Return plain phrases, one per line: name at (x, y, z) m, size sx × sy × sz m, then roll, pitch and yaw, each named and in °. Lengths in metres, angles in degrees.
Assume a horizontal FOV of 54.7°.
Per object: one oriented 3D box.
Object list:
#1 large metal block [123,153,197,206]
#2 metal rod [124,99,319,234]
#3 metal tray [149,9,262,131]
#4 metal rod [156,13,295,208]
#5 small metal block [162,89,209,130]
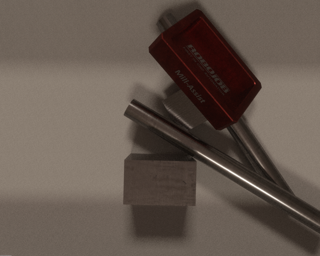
large metal block at (0.000, 0.061, 0.384) m, size 0.081 × 0.080 × 0.050 m, roll 1°, pitch 90°, yaw -1°
metal rod at (0.090, 0.051, 0.389) m, size 0.301 × 0.025 × 0.025 m, roll 31°, pitch 90°, yaw 1°
metal tray at (0.059, -0.073, 0.378) m, size 0.130 × 0.030 × 0.090 m, roll 49°, pitch 52°, yaw -6°
metal rod at (0.090, -0.021, 0.412) m, size 0.025 × 0.025 × 0.299 m, roll -34°, pitch 90°, yaw 0°
small metal block at (0.039, -0.027, 0.402) m, size 0.050 × 0.025 × 0.050 m, roll -29°, pitch 91°, yaw 27°
